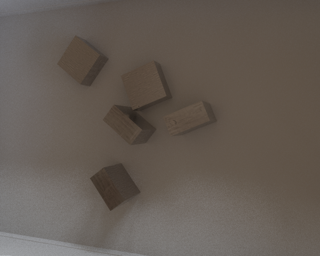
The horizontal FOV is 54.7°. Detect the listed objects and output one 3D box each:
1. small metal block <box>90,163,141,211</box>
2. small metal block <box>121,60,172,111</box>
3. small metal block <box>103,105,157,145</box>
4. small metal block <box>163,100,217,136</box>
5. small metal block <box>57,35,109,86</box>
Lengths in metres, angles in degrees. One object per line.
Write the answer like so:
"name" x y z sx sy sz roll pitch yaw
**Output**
"small metal block" -0.059 0.078 0.417 0.025 0.050 0.050 -39 78 16
"small metal block" -0.018 -0.055 0.416 0.050 0.025 0.050 -22 83 18
"small metal block" -0.039 -0.004 0.410 0.050 0.050 0.025 41 103 15
"small metal block" 0.039 -0.011 0.383 0.050 0.050 0.025 -23 83 18
"small metal block" -0.112 -0.096 0.448 0.050 0.025 0.050 40 102 15
